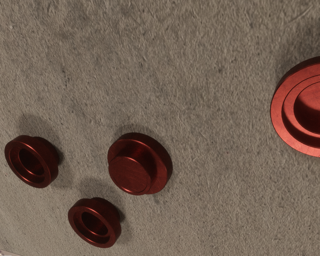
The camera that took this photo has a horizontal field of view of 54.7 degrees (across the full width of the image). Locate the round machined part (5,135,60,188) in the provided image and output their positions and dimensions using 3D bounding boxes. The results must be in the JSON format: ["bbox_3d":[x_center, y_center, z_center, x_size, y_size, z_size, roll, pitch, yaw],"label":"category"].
[{"bbox_3d":[-0.217,0.054,0.540,0.098,0.042,0.097,13,124,20],"label":"round machined part"}]

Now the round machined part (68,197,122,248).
[{"bbox_3d":[-0.111,0.163,0.553,0.098,0.042,0.097,13,124,20],"label":"round machined part"}]

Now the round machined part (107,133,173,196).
[{"bbox_3d":[-0.035,0.059,0.449,0.098,0.042,0.097,13,124,20],"label":"round machined part"}]

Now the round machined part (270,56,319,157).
[{"bbox_3d":[0.160,-0.023,0.297,0.098,0.042,0.097,13,124,20],"label":"round machined part"}]
